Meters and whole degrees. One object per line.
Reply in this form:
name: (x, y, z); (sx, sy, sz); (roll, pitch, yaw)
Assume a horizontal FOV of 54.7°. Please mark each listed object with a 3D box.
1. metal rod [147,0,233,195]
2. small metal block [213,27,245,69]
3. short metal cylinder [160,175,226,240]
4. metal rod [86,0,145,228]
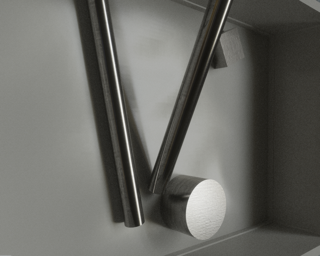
metal rod: (0.039, -0.054, 0.362); (0.025, 0.025, 0.298); (2, 114, -40)
small metal block: (0.106, -0.128, 0.498); (0.050, 0.025, 0.050); (-32, 110, -35)
short metal cylinder: (0.047, 0.108, 0.432); (0.081, 0.050, 0.079); (0, 90, -40)
metal rod: (-0.053, -0.029, 0.363); (0.025, 0.025, 0.298); (-15, 100, -39)
